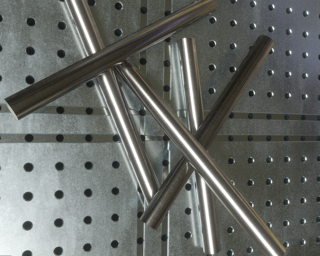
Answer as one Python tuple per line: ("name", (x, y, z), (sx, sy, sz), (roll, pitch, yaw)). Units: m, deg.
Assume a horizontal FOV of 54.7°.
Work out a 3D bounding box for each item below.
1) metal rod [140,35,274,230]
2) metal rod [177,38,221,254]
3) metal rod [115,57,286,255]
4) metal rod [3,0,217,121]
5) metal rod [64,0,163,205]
("metal rod", (0.068, -0.003, 0.411), (0.025, 0.025, 0.300), (38, 78, -17))
("metal rod", (0.055, 0.026, 0.434), (0.025, 0.025, 0.298), (-8, 93, -20))
("metal rod", (0.042, 0.030, 0.376), (0.025, 0.025, 0.300), (-36, 82, -17))
("metal rod", (-0.039, -0.097, 0.376), (0.302, 0.025, 0.025), (-36, 102, -25))
("metal rod", (-0.055, -0.031, 0.393), (0.025, 0.025, 0.298), (-24, 98, -19))
